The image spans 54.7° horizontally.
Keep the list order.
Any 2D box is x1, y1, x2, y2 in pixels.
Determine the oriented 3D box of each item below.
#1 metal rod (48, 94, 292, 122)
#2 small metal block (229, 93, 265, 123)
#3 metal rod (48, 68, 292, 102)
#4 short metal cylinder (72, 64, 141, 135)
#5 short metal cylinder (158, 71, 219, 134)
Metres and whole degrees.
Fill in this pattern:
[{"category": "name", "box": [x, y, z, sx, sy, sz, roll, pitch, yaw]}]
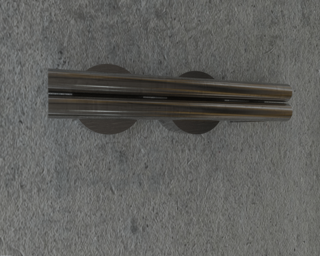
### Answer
[{"category": "metal rod", "box": [0.028, -0.022, 0.367, 0.302, 0.025, 0.025, 0, 90, -20]}, {"category": "small metal block", "box": [0.123, -0.033, 0.444, 0.025, 0.050, 0.050, -2, 90, -20]}, {"category": "metal rod", "box": [0.028, -0.048, 0.367, 0.302, 0.025, 0.025, 0, 90, -20]}, {"category": "short metal cylinder", "box": [-0.066, -0.033, 0.372, 0.081, 0.050, 0.080, 0, 90, -20]}, {"category": "short metal cylinder", "box": [0.038, -0.032, 0.412, 0.081, 0.050, 0.080, 0, 90, -20]}]
